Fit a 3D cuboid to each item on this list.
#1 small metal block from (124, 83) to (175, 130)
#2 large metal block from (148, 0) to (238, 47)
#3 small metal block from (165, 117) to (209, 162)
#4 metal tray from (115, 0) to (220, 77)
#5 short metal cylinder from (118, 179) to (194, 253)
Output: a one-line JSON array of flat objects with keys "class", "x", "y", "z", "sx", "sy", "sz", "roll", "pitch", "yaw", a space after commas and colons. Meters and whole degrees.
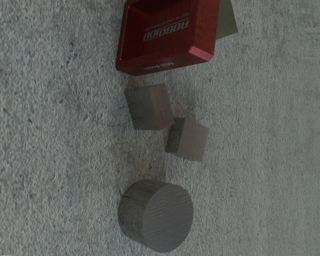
[{"class": "small metal block", "x": -0.013, "y": -0.025, "z": 0.377, "sx": 0.025, "sy": 0.050, "sz": 0.050, "roll": -25, "pitch": 106, "yaw": -37}, {"class": "large metal block", "x": 0.040, "y": -0.132, "z": 0.402, "sx": 0.081, "sy": 0.080, "sz": 0.050, "roll": -29, "pitch": 108, "yaw": -36}, {"class": "small metal block", "x": 0.039, "y": 0.017, "z": 0.438, "sx": 0.050, "sy": 0.025, "sz": 0.050, "roll": 23, "pitch": 76, "yaw": -38}, {"class": "metal tray", "x": 0.004, "y": -0.111, "z": 0.339, "sx": 0.030, "sy": 0.130, "sz": 0.090, "roll": 13, "pitch": 82, "yaw": -40}, {"class": "short metal cylinder", "x": -0.005, "y": 0.106, "z": 0.385, "sx": 0.081, "sy": 0.050, "sz": 0.079, "roll": 0, "pitch": 90, "yaw": -40}]
